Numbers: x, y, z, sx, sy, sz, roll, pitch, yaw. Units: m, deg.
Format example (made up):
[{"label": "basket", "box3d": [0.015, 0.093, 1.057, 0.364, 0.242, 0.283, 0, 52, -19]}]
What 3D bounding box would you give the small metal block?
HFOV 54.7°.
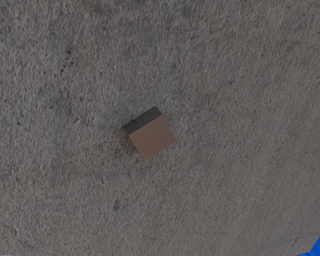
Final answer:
[{"label": "small metal block", "box3d": [-0.014, 0.007, 0.407, 0.050, 0.025, 0.050, -32, 129, -8]}]
